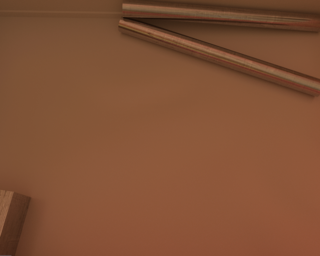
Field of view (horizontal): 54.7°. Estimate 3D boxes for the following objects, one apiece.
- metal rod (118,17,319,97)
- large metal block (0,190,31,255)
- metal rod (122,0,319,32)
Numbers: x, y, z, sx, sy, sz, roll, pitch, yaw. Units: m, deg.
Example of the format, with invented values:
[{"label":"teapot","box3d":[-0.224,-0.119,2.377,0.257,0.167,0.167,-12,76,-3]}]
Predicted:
[{"label":"metal rod","box3d":[0.083,-0.106,0.449,0.301,0.025,0.025,20,71,6]},{"label":"large metal block","box3d":[-0.207,0.111,0.353,0.080,0.050,0.080,8,70,2]},{"label":"metal rod","box3d":[0.097,-0.166,0.459,0.302,0.025,0.025,3,70,-5]}]
